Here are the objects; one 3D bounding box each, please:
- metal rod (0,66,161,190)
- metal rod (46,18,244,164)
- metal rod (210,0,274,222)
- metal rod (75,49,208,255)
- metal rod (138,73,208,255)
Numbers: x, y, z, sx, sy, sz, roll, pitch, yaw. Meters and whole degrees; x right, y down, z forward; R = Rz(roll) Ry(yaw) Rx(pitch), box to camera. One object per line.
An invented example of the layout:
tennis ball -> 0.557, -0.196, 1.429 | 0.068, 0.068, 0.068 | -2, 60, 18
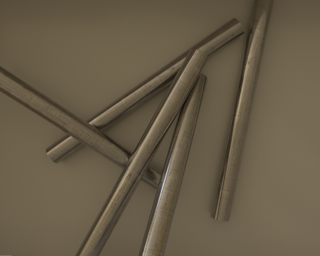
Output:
metal rod -> -0.110, -0.006, 0.380 | 0.301, 0.025, 0.025 | 35, 90, -12
metal rod -> -0.019, -0.049, 0.411 | 0.301, 0.025, 0.025 | -35, 90, 0
metal rod -> 0.109, -0.026, 0.411 | 0.025, 0.025, 0.298 | 12, 90, 0
metal rod -> -0.024, 0.039, 0.375 | 0.025, 0.025, 0.299 | 29, 86, 0
metal rod -> 0.012, 0.063, 0.349 | 0.025, 0.025, 0.300 | 17, 65, 0
